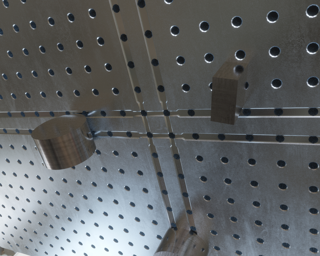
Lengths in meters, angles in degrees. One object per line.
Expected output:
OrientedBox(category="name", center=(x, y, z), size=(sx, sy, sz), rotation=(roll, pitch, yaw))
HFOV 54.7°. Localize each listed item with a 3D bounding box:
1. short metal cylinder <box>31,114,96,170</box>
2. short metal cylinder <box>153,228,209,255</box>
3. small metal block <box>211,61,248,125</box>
OrientedBox(category="short metal cylinder", center=(-0.142, 0.019, 0.462), size=(0.080, 0.080, 0.050), rotation=(2, 119, 27))
OrientedBox(category="short metal cylinder", center=(0.034, 0.212, 0.509), size=(0.080, 0.050, 0.079), rotation=(13, 124, 21))
OrientedBox(category="small metal block", center=(0.075, -0.039, 0.332), size=(0.025, 0.050, 0.050), rotation=(11, 123, 22))
